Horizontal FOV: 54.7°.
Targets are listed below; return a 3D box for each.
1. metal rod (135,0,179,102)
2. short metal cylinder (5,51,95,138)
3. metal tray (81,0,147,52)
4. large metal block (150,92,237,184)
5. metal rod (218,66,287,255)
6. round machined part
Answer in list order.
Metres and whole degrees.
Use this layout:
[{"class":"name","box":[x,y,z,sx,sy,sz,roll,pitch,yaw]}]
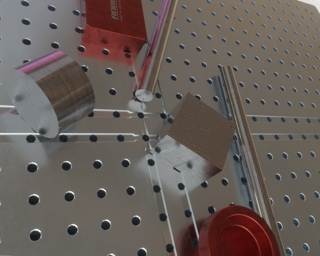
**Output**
[{"class":"metal rod","box":[0.005,-0.163,0.512,0.025,0.025,0.300,24,53,-15]},{"class":"short metal cylinder","box":[-0.117,-0.036,0.333,0.080,0.080,0.050,46,51,3]},{"class":"metal tray","box":[-0.074,-0.183,0.478,0.091,0.030,0.130,5,59,-26]},{"class":"large metal block","box":[0.046,0.013,0.410,0.080,0.050,0.080,33,51,-7]},{"class":"metal rod","box":[0.129,0.032,0.460,0.025,0.025,0.299,7,59,-25]},{"class":"round machined part","box":[0.086,0.143,0.358,0.099,0.042,0.098,14,56,-21]}]
